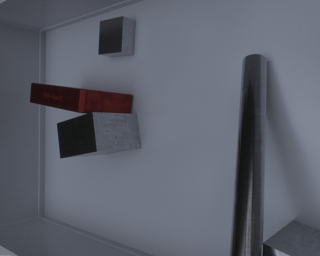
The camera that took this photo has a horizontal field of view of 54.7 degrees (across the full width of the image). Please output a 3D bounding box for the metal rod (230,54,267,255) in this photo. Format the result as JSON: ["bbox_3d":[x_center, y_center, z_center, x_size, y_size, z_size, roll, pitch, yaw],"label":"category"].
[{"bbox_3d":[0.075,0.063,0.263,0.025,0.025,0.299,-12,57,39],"label":"metal rod"}]

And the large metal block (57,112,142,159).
[{"bbox_3d":[-0.086,0.011,0.439,0.080,0.081,0.050,-13,82,39],"label":"large metal block"}]

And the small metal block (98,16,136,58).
[{"bbox_3d":[-0.064,-0.133,0.457,0.050,0.025,0.050,6,94,39],"label":"small metal block"}]

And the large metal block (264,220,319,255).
[{"bbox_3d":[0.121,0.137,0.270,0.050,0.081,0.079,16,100,38],"label":"large metal block"}]

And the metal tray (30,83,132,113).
[{"bbox_3d":[-0.118,-0.044,0.458,0.130,0.091,0.030,12,98,39],"label":"metal tray"}]
